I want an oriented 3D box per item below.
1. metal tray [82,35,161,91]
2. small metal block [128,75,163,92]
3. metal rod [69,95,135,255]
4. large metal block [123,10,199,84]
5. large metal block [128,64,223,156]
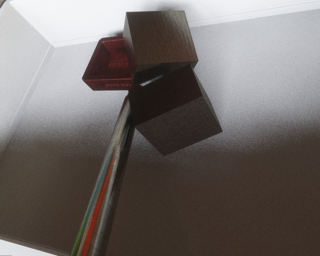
[{"bbox_3d":[-0.052,-0.105,0.492,0.130,0.030,0.090,3,63,29],"label":"metal tray"},{"bbox_3d":[-0.007,-0.038,0.415,0.050,0.050,0.025,-22,54,14],"label":"small metal block"},{"bbox_3d":[-0.047,0.036,0.322,0.025,0.025,0.300,-22,27,15],"label":"metal rod"},{"bbox_3d":[-0.002,-0.110,0.422,0.081,0.050,0.080,-7,71,-15],"label":"large metal block"},{"bbox_3d":[0.019,-0.018,0.370,0.080,0.080,0.050,-24,53,13],"label":"large metal block"}]
